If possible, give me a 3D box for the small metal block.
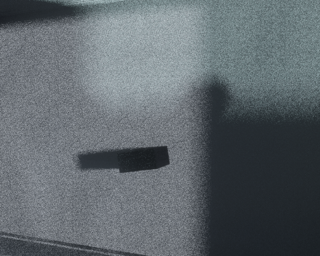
[{"bbox_3d":[-0.020,0.040,0.404,0.050,0.050,0.025,-9,87,19],"label":"small metal block"}]
